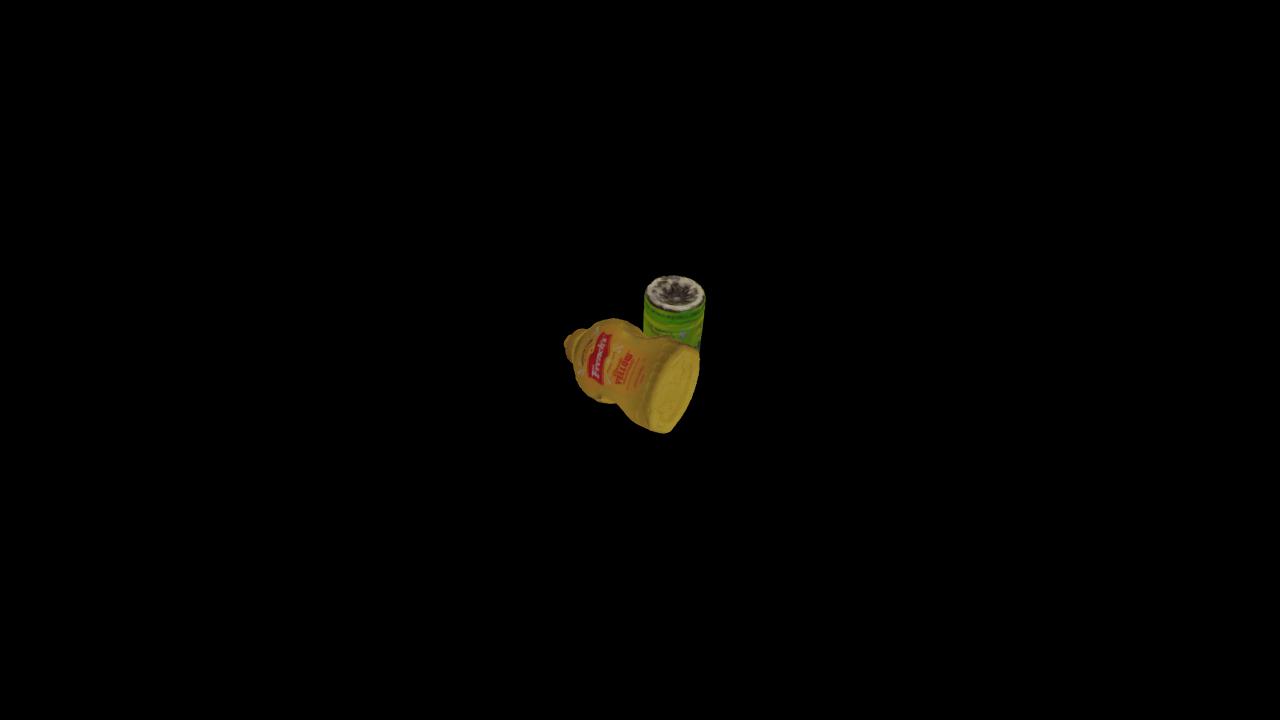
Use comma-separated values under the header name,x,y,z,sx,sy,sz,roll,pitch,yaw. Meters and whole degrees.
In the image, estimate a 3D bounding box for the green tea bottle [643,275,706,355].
name,x,y,z,sx,sy,sz,roll,pitch,yaw
green tea bottle,0.038,-0.001,0.751,0.073,0.073,0.212,0,-44,0

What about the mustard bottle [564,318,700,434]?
name,x,y,z,sx,sy,sz,roll,pitch,yaw
mustard bottle,-0.023,0.004,0.641,0.054,0.092,0.184,11,9,-43
